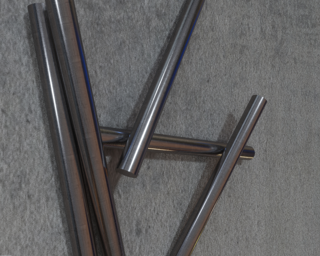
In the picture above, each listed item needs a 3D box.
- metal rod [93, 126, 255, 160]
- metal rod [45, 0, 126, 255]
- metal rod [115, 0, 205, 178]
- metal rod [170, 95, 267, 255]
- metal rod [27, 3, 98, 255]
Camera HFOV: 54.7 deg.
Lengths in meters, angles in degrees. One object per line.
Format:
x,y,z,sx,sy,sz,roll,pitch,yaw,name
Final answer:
0.039,0.026,0.439,0.302,0.025,0.025,9,85,-40,metal rod
-0.071,0.023,0.323,0.025,0.025,0.298,-22,111,-38,metal rod
0.012,-0.079,0.396,0.025,0.025,0.300,38,61,-34,metal rod
0.083,0.081,0.452,0.025,0.025,0.300,40,73,-33,metal rod
-0.097,0.026,0.324,0.025,0.025,0.298,-14,99,-40,metal rod
